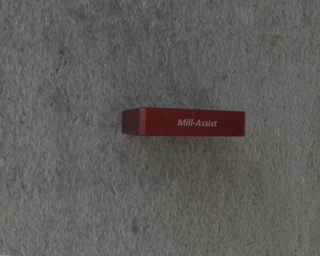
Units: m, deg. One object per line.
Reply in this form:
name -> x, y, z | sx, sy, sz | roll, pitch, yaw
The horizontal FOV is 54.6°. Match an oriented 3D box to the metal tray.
metal tray -> 0.026, -0.006, 0.383 | 0.131, 0.090, 0.030 | 1, 90, -20
